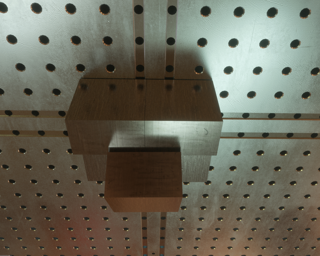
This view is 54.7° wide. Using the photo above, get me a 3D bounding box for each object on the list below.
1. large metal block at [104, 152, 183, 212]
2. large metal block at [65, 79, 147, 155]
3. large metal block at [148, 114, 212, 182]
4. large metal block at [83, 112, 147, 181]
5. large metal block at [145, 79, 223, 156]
[{"bbox_3d":[-0.017,0.066,0.363,0.081,0.050,0.080,0,154,-1],"label":"large metal block"},{"bbox_3d":[-0.057,-0.015,0.361,0.081,0.080,0.050,1,130,-1],"label":"large metal block"},{"bbox_3d":[0.024,0.027,0.416,0.081,0.050,0.079,1,130,-1],"label":"large metal block"},{"bbox_3d":[-0.057,0.026,0.414,0.081,0.050,0.079,1,130,-1],"label":"large metal block"},{"bbox_3d":[0.024,-0.014,0.363,0.081,0.080,0.050,1,130,-1],"label":"large metal block"}]
